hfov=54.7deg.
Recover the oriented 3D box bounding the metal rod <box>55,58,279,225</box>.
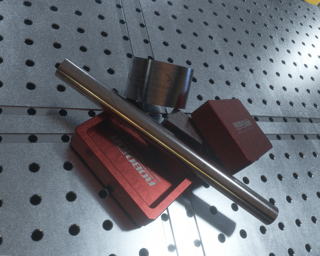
[{"bbox_3d":[0.012,0.019,0.360,0.301,0.025,0.025,36,51,-5],"label":"metal rod"}]

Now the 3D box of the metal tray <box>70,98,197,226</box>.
[{"bbox_3d":[-0.028,0.035,0.363,0.130,0.030,0.091,49,51,6],"label":"metal tray"}]

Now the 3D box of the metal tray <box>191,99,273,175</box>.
[{"bbox_3d":[0.102,0.005,0.419,0.090,0.030,0.131,57,28,13],"label":"metal tray"}]

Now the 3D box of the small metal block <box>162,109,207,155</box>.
[{"bbox_3d":[0.024,0.008,0.394,0.050,0.050,0.025,35,51,-5],"label":"small metal block"}]

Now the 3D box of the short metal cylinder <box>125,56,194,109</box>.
[{"bbox_3d":[-0.001,-0.058,0.395,0.081,0.080,0.050,8,100,-24],"label":"short metal cylinder"}]
